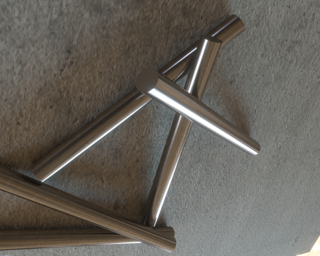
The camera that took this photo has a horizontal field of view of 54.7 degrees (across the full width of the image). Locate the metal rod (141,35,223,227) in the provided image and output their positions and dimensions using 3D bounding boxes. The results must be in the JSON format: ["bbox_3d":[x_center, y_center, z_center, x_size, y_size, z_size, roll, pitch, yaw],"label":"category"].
[{"bbox_3d":[0.019,0.025,0.415,0.025,0.025,0.298,-1,125,-28],"label":"metal rod"}]

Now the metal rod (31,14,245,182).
[{"bbox_3d":[-0.023,-0.038,0.371,0.301,0.025,0.025,-37,130,-3],"label":"metal rod"}]

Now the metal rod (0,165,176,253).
[{"bbox_3d":[-0.086,0.117,0.417,0.301,0.025,0.025,35,99,-34],"label":"metal rod"}]

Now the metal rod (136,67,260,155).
[{"bbox_3d":[0.072,-0.005,0.397,0.025,0.025,0.301,-53,144,9],"label":"metal rod"}]

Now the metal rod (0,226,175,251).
[{"bbox_3d":[-0.106,0.157,0.447,0.302,0.025,0.025,11,113,-34],"label":"metal rod"}]
